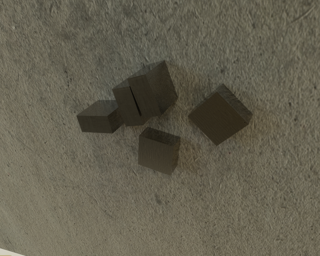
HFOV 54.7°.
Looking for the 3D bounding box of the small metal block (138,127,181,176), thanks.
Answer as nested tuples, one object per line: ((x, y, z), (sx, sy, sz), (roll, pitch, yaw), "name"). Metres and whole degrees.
((-0.002, 0.032, 0.427), (0.050, 0.025, 0.050), (17, 125, 18), "small metal block")

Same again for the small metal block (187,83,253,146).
((0.070, -0.015, 0.361), (0.050, 0.025, 0.050), (45, 129, -4), "small metal block")

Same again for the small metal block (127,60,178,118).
((-0.007, -0.046, 0.366), (0.025, 0.050, 0.050), (-8, 115, 32), "small metal block")

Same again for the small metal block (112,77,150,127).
((-0.028, -0.036, 0.383), (0.025, 0.050, 0.050), (-4, 117, 30), "small metal block")

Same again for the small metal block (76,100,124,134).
((-0.075, -0.017, 0.420), (0.050, 0.050, 0.025), (2, 119, 27), "small metal block")
